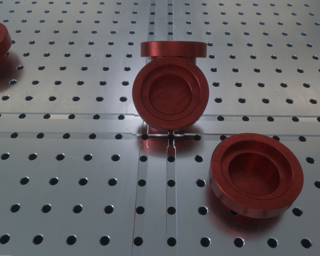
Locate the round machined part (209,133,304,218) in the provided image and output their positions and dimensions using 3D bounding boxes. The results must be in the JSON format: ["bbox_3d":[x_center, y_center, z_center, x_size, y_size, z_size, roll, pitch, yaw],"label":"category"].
[{"bbox_3d":[0.104,0.056,0.350,0.099,0.042,0.098,0,50,0],"label":"round machined part"}]

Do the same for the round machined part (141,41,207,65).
[{"bbox_3d":[0.020,-0.105,0.465,0.099,0.042,0.098,1,12,0],"label":"round machined part"}]

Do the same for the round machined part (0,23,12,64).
[{"bbox_3d":[-0.293,-0.131,0.506,0.099,0.042,0.098,0,50,0],"label":"round machined part"}]

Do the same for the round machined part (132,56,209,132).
[{"bbox_3d":[0.014,-0.042,0.415,0.099,0.042,0.098,0,79,1],"label":"round machined part"}]
